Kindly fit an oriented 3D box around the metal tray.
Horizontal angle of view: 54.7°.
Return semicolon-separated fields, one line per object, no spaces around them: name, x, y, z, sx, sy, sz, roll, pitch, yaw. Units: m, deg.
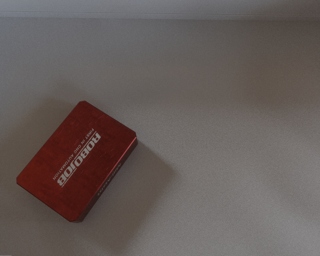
metal tray;-0.100;0.040;0.391;0.090;0.030;0.130;32;73;11
